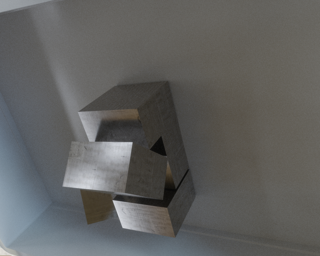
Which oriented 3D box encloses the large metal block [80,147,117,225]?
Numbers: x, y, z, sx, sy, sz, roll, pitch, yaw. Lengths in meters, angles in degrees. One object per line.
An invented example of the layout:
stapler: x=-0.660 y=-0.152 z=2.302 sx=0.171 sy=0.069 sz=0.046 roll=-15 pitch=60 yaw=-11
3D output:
large metal block: x=-0.092 y=0.079 z=0.456 sx=0.050 sy=0.080 sz=0.079 roll=-11 pitch=123 yaw=-15

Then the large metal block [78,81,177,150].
large metal block: x=-0.036 y=-0.016 z=0.378 sx=0.080 sy=0.080 sz=0.050 roll=-1 pitch=118 yaw=28

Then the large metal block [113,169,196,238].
large metal block: x=-0.005 y=0.098 z=0.432 sx=0.080 sy=0.080 sz=0.050 roll=1 pitch=119 yaw=27

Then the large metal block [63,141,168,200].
large metal block: x=-0.047 y=0.049 z=0.352 sx=0.080 sy=0.080 sz=0.050 roll=-1 pitch=73 yaw=28

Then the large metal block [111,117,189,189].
large metal block: x=-0.014 y=0.032 z=0.419 sx=0.080 sy=0.050 sz=0.080 roll=-1 pitch=118 yaw=28
